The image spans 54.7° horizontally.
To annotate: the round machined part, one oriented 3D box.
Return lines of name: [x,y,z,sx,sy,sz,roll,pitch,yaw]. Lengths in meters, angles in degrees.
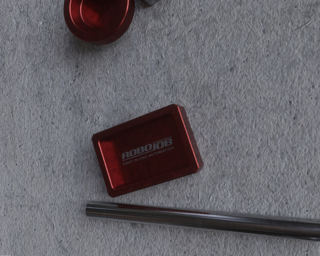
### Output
round machined part: [-0.079,-0.162,0.427,0.098,0.042,0.097,0,90,19]

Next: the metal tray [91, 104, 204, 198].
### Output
metal tray: [-0.018,0.031,0.411,0.130,0.030,0.090,-20,84,18]

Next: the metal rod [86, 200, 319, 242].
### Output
metal rod: [0.043,0.115,0.393,0.301,0.025,0.025,0,90,19]

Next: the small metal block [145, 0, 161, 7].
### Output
small metal block: [-0.006,-0.201,0.410,0.050,0.025,0.050,-29,81,17]
